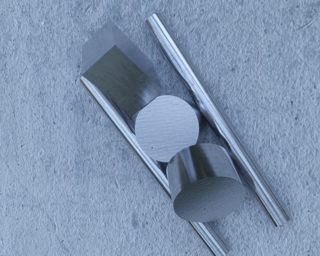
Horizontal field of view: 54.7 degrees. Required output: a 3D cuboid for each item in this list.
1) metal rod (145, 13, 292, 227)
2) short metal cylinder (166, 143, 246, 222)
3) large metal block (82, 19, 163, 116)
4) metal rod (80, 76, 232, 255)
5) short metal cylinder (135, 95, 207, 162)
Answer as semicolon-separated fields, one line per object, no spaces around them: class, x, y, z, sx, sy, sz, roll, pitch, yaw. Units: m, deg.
metal rod;0.066;-0.018;0.386;0.025;0.025;0.299;-34;79;17
short metal cylinder;0.051;0.064;0.356;0.080;0.080;0.050;-33;37;17
large metal block;-0.048;-0.075;0.381;0.050;0.080;0.080;-38;36;16
metal rod;-0.013;0.041;0.414;0.025;0.025;0.300;-42;77;15
short metal cylinder;0.016;0.001;0.391;0.080;0.050;0.080;0;90;20
